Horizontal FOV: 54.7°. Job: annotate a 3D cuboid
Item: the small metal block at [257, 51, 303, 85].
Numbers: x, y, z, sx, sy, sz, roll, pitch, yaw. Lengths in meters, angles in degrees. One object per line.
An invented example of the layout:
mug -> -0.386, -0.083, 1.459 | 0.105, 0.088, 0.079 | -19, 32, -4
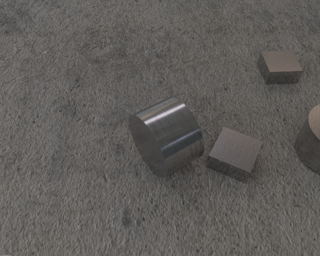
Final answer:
small metal block -> 0.187, -0.095, 0.485 | 0.050, 0.025, 0.050 | -2, 50, -2

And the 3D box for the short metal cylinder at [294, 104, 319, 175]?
short metal cylinder -> 0.213, 0.014, 0.377 | 0.081, 0.050, 0.080 | 0, 50, 0

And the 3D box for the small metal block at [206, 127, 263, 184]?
small metal block -> 0.091, 0.032, 0.377 | 0.050, 0.025, 0.050 | 22, 53, 17

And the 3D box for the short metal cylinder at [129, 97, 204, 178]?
short metal cylinder -> 0.006, 0.010, 0.359 | 0.050, 0.080, 0.080 | -27, 55, -21
